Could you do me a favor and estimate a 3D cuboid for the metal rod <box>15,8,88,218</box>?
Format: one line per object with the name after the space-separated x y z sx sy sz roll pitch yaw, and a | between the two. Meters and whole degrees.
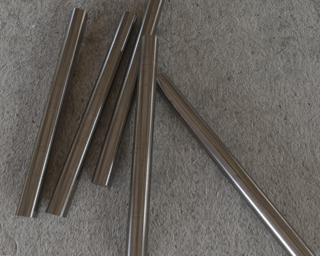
-0.140 -0.034 0.419 0.025 0.025 0.299 7 70 2 | metal rod

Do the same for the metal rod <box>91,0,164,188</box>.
-0.039 -0.067 0.431 0.025 0.025 0.299 12 70 4 | metal rod

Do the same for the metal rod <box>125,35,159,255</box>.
-0.021 0.022 0.387 0.025 0.025 0.299 3 74 1 | metal rod

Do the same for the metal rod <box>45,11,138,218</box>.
-0.085 -0.032 0.418 0.025 0.025 0.299 14 70 5 | metal rod

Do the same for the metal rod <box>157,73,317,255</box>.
0.086 0.046 0.391 0.025 0.025 0.300 -34 74 -12 | metal rod
